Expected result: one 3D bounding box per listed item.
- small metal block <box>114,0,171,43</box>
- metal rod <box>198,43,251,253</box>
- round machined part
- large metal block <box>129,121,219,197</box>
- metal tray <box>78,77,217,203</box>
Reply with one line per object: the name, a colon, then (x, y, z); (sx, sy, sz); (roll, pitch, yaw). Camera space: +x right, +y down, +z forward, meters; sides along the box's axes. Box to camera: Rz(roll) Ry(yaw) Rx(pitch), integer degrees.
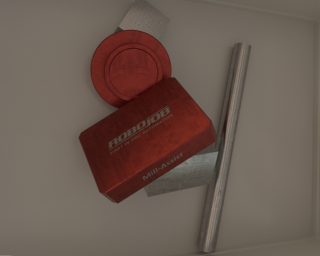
small metal block: (-0.023, -0.133, 0.403); (0.050, 0.025, 0.050); (33, 79, -17)
metal rod: (0.094, 0.025, 0.446); (0.025, 0.025, 0.298); (12, 86, -20)
round machined part: (-0.034, -0.068, 0.375); (0.099, 0.042, 0.097); (-3, 106, -11)
large metal block: (0.012, 0.031, 0.379); (0.081, 0.080, 0.050); (-7, 125, -20)
metal tray: (-0.016, 0.010, 0.340); (0.130, 0.090, 0.030); (-32, 141, -1)
